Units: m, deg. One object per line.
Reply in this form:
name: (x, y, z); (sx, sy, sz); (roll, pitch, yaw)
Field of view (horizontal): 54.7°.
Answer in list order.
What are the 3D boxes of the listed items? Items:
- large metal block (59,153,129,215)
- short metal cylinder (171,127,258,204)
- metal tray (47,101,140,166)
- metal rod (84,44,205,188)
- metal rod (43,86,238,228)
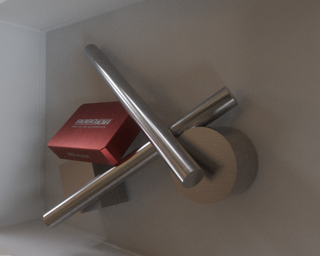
large metal block: (-0.101, 0.082, 0.466); (0.080, 0.050, 0.080); (-24, 75, 37)
short metal cylinder: (0.058, 0.038, 0.338); (0.080, 0.050, 0.079); (0, 90, 39)
metal tray: (-0.089, 0.004, 0.436); (0.130, 0.030, 0.090); (1, 46, 41)
metal rod: (-0.039, -0.037, 0.397); (0.300, 0.025, 0.025); (50, 120, 42)
metal rod: (-0.037, 0.046, 0.385); (0.300, 0.025, 0.025); (-35, 68, 19)
